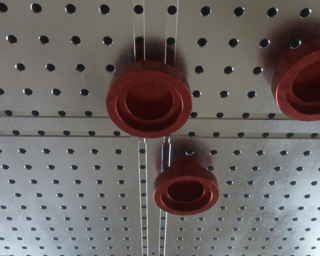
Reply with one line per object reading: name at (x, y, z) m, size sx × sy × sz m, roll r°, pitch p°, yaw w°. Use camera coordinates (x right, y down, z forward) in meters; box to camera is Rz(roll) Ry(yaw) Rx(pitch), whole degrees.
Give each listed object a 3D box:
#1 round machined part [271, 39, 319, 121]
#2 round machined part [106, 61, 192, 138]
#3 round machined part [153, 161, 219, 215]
round machined part at (0.177, -0.058, 0.354) m, size 0.099 × 0.042 × 0.097 m, roll -1°, pitch 130°, yaw 0°
round machined part at (-0.012, -0.037, 0.369) m, size 0.099 × 0.042 × 0.097 m, roll -1°, pitch 130°, yaw 0°
round machined part at (0.039, 0.089, 0.477) m, size 0.099 × 0.042 × 0.097 m, roll -1°, pitch 130°, yaw 0°
